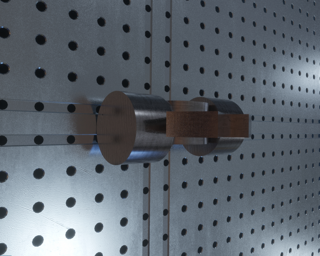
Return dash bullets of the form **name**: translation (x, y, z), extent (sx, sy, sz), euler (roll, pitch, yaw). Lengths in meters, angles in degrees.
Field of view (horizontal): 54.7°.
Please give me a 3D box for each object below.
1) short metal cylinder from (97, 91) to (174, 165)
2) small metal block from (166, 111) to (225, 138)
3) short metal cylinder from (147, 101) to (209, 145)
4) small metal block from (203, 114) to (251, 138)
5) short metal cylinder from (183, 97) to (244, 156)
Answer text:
- **short metal cylinder**: translation (-0.029, 0.000, 0.348), extent (0.050, 0.080, 0.080), euler (1, 89, -40)
- **small metal block**: translation (0.038, -0.003, 0.319), extent (0.050, 0.050, 0.025), euler (1, 90, -72)
- **short metal cylinder**: translation (0.021, -0.006, 0.391), extent (0.081, 0.080, 0.050), euler (1, 89, -40)
- **small metal block**: translation (0.078, -0.002, 0.359), extent (0.050, 0.050, 0.025), euler (1, 90, -71)
- **short metal cylinder**: translation (0.071, -0.002, 0.432), extent (0.050, 0.080, 0.080), euler (1, 90, -39)
